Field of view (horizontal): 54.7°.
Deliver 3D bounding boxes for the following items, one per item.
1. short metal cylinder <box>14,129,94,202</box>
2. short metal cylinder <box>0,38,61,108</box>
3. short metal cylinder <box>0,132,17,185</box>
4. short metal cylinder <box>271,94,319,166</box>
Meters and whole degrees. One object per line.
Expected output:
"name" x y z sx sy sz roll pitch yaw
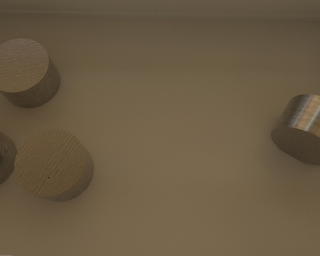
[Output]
"short metal cylinder" -0.126 0.047 0.378 0.081 0.050 0.080 0 70 0
"short metal cylinder" -0.183 -0.073 0.421 0.081 0.050 0.080 0 70 0
"short metal cylinder" -0.227 0.034 0.381 0.081 0.050 0.080 0 70 0
"short metal cylinder" 0.187 0.004 0.381 0.080 0.080 0.050 32 73 10
